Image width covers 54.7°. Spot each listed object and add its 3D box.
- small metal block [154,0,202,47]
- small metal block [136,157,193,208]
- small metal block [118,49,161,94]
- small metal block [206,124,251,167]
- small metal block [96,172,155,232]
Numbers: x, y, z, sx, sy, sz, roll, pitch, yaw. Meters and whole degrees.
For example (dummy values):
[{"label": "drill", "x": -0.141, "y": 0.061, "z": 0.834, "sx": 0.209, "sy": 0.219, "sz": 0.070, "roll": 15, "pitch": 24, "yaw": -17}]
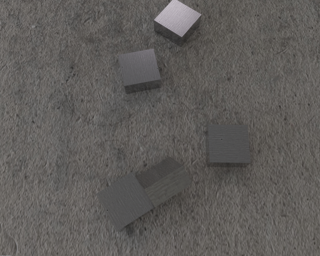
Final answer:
[{"label": "small metal block", "x": 0.026, "y": -0.158, "z": 0.466, "sx": 0.050, "sy": 0.025, "sz": 0.050, "roll": 35, "pitch": 74, "yaw": 12}, {"label": "small metal block", "x": 0.003, "y": 0.062, "z": 0.369, "sx": 0.050, "sy": 0.050, "sz": 0.025, "roll": -30, "pitch": 104, "yaw": -11}, {"label": "small metal block", "x": -0.029, "y": -0.080, "z": 0.437, "sx": 0.050, "sy": 0.025, "sz": 0.050, "roll": -11, "pitch": 70, "yaw": -4}, {"label": "small metal block", "x": 0.087, "y": 0.023, "z": 0.400, "sx": 0.050, "sy": 0.025, "sz": 0.050, "roll": 1, "pitch": 70, "yaw": 0}, {"label": "small metal block", "x": -0.041, "y": 0.089, "z": 0.375, "sx": 0.050, "sy": 0.025, "sz": 0.050, "roll": -31, "pitch": 73, "yaw": -11}]
